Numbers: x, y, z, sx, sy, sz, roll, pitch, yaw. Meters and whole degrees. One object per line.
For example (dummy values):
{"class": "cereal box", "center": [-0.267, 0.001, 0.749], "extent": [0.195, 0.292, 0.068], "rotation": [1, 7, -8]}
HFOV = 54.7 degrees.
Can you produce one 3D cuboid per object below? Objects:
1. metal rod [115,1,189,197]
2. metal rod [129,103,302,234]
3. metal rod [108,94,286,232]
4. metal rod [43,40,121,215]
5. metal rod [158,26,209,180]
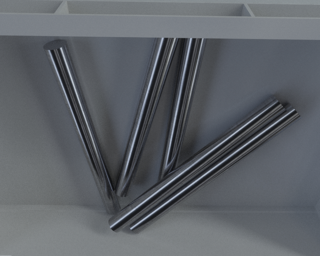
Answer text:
{"class": "metal rod", "center": [-0.022, -0.010, 0.399], "extent": [0.025, 0.025, 0.298], "rotation": [11, 129, -10]}
{"class": "metal rod", "center": [0.066, 0.068, 0.445], "extent": [0.299, 0.025, 0.025], "rotation": [-40, 120, 21]}
{"class": "metal rod", "center": [0.039, 0.059, 0.431], "extent": [0.299, 0.025, 0.025], "rotation": [-40, 120, 19]}
{"class": "metal rod", "center": [-0.096, 0.024, 0.427], "extent": [0.025, 0.025, 0.298], "rotation": [-5, 130, 4]}
{"class": "metal rod", "center": [0.020, 0.011, 0.418], "extent": [0.025, 0.025, 0.298], "rotation": [5, 130, -5]}
